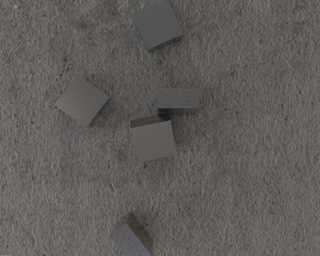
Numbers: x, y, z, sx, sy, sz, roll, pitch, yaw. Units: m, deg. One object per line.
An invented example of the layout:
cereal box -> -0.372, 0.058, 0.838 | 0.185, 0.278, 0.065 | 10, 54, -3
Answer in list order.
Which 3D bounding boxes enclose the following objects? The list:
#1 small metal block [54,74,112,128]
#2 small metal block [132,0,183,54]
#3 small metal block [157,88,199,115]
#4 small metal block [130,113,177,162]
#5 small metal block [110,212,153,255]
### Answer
small metal block -> -0.100, -0.035, 0.409 | 0.050, 0.025, 0.050 | 37, 90, 0
small metal block -> -0.003, -0.134, 0.410 | 0.050, 0.025, 0.050 | -24, 90, 0
small metal block -> 0.022, -0.033, 0.396 | 0.050, 0.050, 0.025 | 0, 83, 0
small metal block -> -0.008, 0.012, 0.401 | 0.050, 0.025, 0.050 | -12, 115, 0
small metal block -> -0.035, 0.142, 0.397 | 0.025, 0.050, 0.050 | -38, 90, 0
